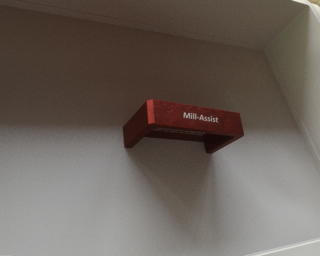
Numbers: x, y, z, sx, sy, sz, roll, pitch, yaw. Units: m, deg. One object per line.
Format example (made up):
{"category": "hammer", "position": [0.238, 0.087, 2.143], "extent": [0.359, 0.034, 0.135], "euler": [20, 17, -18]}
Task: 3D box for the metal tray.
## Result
{"category": "metal tray", "position": [0.027, 0.005, 0.392], "extent": [0.131, 0.090, 0.030], "euler": [7, 64, -26]}
